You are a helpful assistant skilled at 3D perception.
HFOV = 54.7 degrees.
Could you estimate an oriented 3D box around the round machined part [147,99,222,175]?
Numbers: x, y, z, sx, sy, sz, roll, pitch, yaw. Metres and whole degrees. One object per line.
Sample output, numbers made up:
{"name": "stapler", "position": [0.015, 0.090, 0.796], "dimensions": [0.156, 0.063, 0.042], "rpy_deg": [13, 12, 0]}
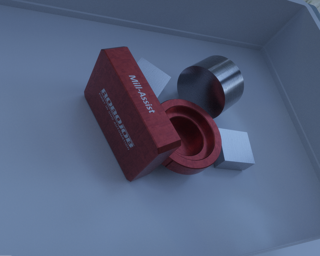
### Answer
{"name": "round machined part", "position": [0.026, 0.015, 0.398], "dimensions": [0.099, 0.042, 0.098], "rpy_deg": [14, 56, -21]}

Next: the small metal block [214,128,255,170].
{"name": "small metal block", "position": [0.102, 0.031, 0.442], "dimensions": [0.050, 0.025, 0.050], "rpy_deg": [8, 58, -23]}

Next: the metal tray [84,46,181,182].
{"name": "metal tray", "position": [-0.037, -0.014, 0.352], "dimensions": [0.030, 0.090, 0.130], "rpy_deg": [-19, 72, -35]}

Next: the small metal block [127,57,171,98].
{"name": "small metal block", "position": [-0.020, -0.063, 0.433], "dimensions": [0.050, 0.025, 0.050], "rpy_deg": [34, 52, -5]}

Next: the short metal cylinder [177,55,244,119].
{"name": "short metal cylinder", "position": [0.072, -0.058, 0.445], "dimensions": [0.050, 0.080, 0.080], "rpy_deg": [-33, 81, -38]}
